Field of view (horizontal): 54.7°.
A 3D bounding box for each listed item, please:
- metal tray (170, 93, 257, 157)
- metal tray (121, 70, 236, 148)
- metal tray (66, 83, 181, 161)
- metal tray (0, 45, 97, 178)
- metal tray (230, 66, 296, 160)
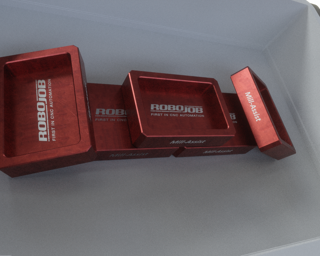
[{"bbox_3d":[0.070,-0.007,0.443,0.131,0.030,0.090,0,62,-28],"label":"metal tray"},{"bbox_3d":[0.024,-0.023,0.388,0.131,0.030,0.090,0,61,-28],"label":"metal tray"},{"bbox_3d":[-0.046,-0.008,0.382,0.131,0.030,0.090,0,62,-28],"label":"metal tray"},{"bbox_3d":[-0.121,-0.021,0.325,0.091,0.030,0.130,-11,65,-5],"label":"metal tray"},{"bbox_3d":[0.158,-0.021,0.473,0.090,0.030,0.130,21,48,-52],"label":"metal tray"}]
